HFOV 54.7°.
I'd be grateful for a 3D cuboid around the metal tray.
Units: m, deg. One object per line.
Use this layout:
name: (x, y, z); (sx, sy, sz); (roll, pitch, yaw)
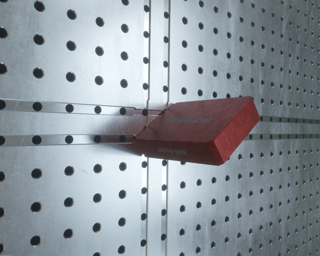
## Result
metal tray: (0.042, 0.001, 0.378); (0.090, 0.130, 0.030); (-42, 116, -32)
